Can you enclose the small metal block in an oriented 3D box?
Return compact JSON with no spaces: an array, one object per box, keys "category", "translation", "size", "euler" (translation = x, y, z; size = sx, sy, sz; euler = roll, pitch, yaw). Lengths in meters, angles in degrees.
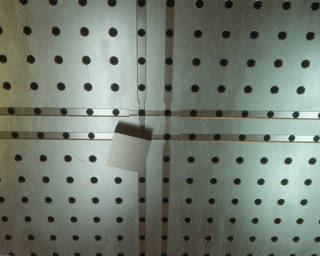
[{"category":"small metal block","translation":[-0.042,0.029,0.424],"size":[0.050,0.025,0.050],"euler":[14,109,-6]}]
